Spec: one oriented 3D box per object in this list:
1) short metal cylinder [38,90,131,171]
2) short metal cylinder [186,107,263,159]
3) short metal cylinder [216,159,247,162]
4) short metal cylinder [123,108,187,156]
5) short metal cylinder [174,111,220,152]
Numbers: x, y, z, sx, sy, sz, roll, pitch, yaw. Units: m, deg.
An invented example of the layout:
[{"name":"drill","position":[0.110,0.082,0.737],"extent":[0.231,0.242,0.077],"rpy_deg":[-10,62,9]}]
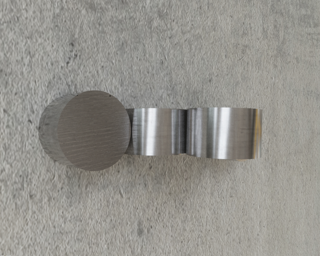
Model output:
[{"name":"short metal cylinder","position":[-0.078,0.002,0.324],"extent":[0.081,0.050,0.080],"rpy_deg":[0,91,-40]},{"name":"short metal cylinder","position":[0.069,0.005,0.338],"extent":[0.081,0.080,0.050],"rpy_deg":[1,91,-40]},{"name":"short metal cylinder","position":[0.108,0.010,0.479],"extent":[0.081,0.050,0.080],"rpy_deg":[-1,91,-40]},{"name":"short metal cylinder","position":[-0.006,0.004,0.365],"extent":[0.081,0.080,0.050],"rpy_deg":[0,90,-40]},{"name":"short metal cylinder","position":[0.055,0.005,0.417],"extent":[0.081,0.080,0.050],"rpy_deg":[0,89,-40]}]
